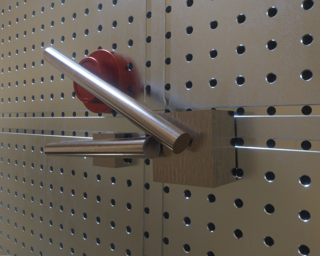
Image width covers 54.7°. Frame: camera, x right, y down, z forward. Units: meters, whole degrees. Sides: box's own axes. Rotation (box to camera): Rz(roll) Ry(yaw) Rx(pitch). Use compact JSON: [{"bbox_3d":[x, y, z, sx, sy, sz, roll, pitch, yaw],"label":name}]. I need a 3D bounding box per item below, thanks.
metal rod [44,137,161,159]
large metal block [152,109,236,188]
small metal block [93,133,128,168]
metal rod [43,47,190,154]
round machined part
[{"bbox_3d":[-0.105,0.031,0.458,0.299,0.025,0.025,-5,87,50],"label":"metal rod"},{"bbox_3d":[0.038,0.022,0.356,0.080,0.050,0.079,-2,89,39],"label":"large metal block"},{"bbox_3d":[-0.076,0.033,0.470,0.050,0.025,0.050,0,90,39],"label":"small metal block"},{"bbox_3d":[-0.077,-0.051,0.408,0.300,0.025,0.025,34,111,37],"label":"metal rod"},{"bbox_3d":[-0.096,-0.071,0.474,0.098,0.042,0.097,0,90,39],"label":"round machined part"}]
